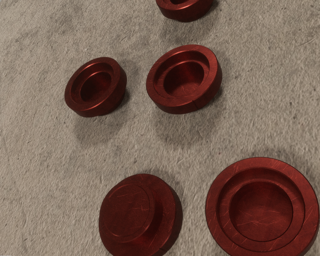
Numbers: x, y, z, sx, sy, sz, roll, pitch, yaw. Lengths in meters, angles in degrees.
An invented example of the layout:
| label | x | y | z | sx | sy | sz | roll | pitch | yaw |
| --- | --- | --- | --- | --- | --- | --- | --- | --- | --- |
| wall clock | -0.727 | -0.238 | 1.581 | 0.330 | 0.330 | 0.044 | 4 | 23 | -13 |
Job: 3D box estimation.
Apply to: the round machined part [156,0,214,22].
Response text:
| label | x | y | z | sx | sy | sz | roll | pitch | yaw |
| --- | --- | --- | --- | --- | --- | --- | --- | --- | --- |
| round machined part | 0.046 | -0.209 | 0.496 | 0.098 | 0.042 | 0.098 | -13 | 56 | 20 |

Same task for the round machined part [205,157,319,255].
| label | x | y | z | sx | sy | sz | roll | pitch | yaw |
| --- | --- | --- | --- | --- | --- | --- | --- | --- | --- |
| round machined part | 0.096 | 0.080 | 0.293 | 0.098 | 0.042 | 0.098 | -13 | 56 | 20 |

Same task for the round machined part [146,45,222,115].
| label | x | y | z | sx | sy | sz | roll | pitch | yaw |
| --- | --- | --- | --- | --- | --- | --- | --- | --- | --- |
| round machined part | 0.035 | -0.059 | 0.410 | 0.098 | 0.042 | 0.098 | -13 | 56 | 20 |

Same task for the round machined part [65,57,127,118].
| label | x | y | z | sx | sy | sz | roll | pitch | yaw |
| --- | --- | --- | --- | --- | --- | --- | --- | --- | --- |
| round machined part | -0.093 | -0.058 | 0.475 | 0.098 | 0.042 | 0.098 | -13 | 56 | 20 |

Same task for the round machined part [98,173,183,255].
| label | x | y | z | sx | sy | sz | roll | pitch | yaw |
| --- | --- | --- | --- | --- | --- | --- | --- | --- | --- |
| round machined part | -0.028 | 0.097 | 0.347 | 0.098 | 0.042 | 0.098 | -13 | 56 | 20 |
